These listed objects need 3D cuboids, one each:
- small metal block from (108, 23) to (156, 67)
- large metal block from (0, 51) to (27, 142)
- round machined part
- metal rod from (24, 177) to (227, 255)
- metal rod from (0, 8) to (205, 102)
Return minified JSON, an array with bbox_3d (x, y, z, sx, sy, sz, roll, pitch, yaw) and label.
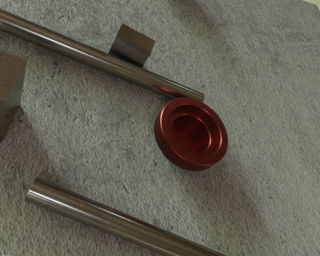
[{"bbox_3d":[-0.042,-0.109,0.433,0.050,0.050,0.025,25,53,-14],"label":"small metal block"},{"bbox_3d":[-0.181,-0.038,0.294,0.080,0.080,0.050,20,54,-17],"label":"large metal block"},{"bbox_3d":[0.036,0.012,0.407,0.099,0.042,0.098,14,56,-21],"label":"round machined part"},{"bbox_3d":[0.007,0.124,0.332,0.301,0.025,0.025,26,52,-12],"label":"metal rod"},{"bbox_3d":[-0.076,-0.089,0.418,0.302,0.025,0.025,20,54,-17],"label":"metal rod"}]
